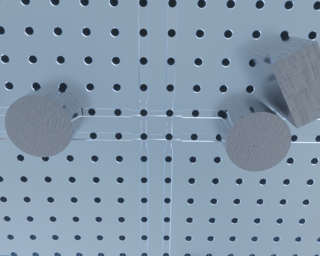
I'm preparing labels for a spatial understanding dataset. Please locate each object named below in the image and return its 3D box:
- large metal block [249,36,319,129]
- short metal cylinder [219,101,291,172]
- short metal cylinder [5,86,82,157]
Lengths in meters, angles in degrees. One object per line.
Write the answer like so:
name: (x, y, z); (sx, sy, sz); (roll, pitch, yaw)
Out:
large metal block: (0.155, -0.057, 0.364); (0.050, 0.080, 0.080); (-27, 108, 9)
short metal cylinder: (0.121, 0.010, 0.404); (0.081, 0.050, 0.079); (0, 110, 0)
short metal cylinder: (-0.145, -0.010, 0.395); (0.081, 0.050, 0.079); (0, 110, 0)
